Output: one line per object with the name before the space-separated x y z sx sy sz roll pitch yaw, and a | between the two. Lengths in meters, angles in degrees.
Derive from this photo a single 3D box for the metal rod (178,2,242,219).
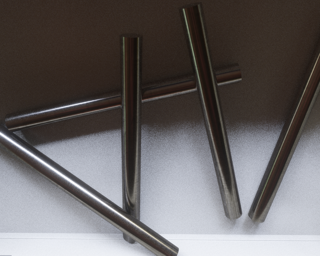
metal rod | 0.070 -0.001 0.391 0.025 0.025 0.298 -14 117 5

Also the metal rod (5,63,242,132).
metal rod | -0.049 -0.038 0.396 0.301 0.025 0.025 -12 110 4

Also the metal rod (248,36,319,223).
metal rod | 0.179 -0.003 0.411 0.025 0.025 0.298 13 110 -5

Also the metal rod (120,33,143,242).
metal rod | -0.037 0.032 0.403 0.025 0.025 0.298 2 117 -1

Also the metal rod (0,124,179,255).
metal rod | -0.103 0.090 0.420 0.301 0.025 0.025 36 106 -4
